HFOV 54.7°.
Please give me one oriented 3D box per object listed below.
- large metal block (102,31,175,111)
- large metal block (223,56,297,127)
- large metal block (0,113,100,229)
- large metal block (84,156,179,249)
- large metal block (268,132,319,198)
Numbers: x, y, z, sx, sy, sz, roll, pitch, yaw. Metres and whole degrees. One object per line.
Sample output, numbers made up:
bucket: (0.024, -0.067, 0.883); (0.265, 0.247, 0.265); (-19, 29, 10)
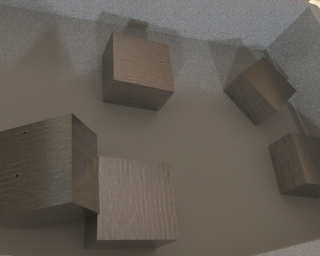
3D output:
large metal block: (-0.032, -0.075, 0.418); (0.081, 0.050, 0.080); (8, 58, -24)
large metal block: (0.167, -0.062, 0.517); (0.080, 0.050, 0.081); (49, 51, 6)
large metal block: (-0.104, 0.041, 0.283); (0.080, 0.050, 0.080); (-14, 62, 10)
large metal block: (-0.032, 0.080, 0.324); (0.081, 0.050, 0.080); (9, 58, -24)
large metal block: (0.222, 0.058, 0.473); (0.081, 0.050, 0.080); (11, 57, -23)
